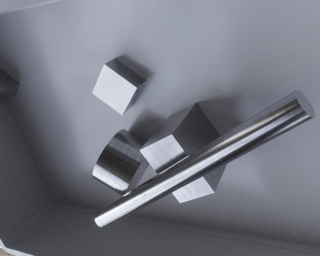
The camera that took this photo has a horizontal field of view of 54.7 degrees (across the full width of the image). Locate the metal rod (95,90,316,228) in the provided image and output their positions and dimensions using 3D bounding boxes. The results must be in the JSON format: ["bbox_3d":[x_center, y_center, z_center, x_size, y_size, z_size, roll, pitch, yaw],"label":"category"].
[{"bbox_3d":[0.016,0.052,0.327,0.025,0.025,0.299,48,128,-6],"label":"metal rod"}]

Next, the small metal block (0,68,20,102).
[{"bbox_3d":[-0.261,-0.068,0.485,0.050,0.050,0.025,39,129,1],"label":"small metal block"}]

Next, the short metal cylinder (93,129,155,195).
[{"bbox_3d":[-0.048,0.048,0.426,0.050,0.080,0.079,30,128,9],"label":"short metal cylinder"}]

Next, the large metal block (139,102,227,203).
[{"bbox_3d":[0.034,0.028,0.371,0.050,0.080,0.080,-28,103,37],"label":"large metal block"}]

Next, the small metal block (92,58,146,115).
[{"bbox_3d":[-0.054,-0.053,0.402,0.050,0.025,0.050,36,129,3],"label":"small metal block"}]
